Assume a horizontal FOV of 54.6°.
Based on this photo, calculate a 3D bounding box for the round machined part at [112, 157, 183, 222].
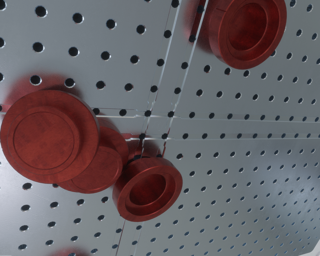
[{"bbox_3d":[-0.021,0.081,0.436,0.099,0.042,0.097,-16,127,-22],"label":"round machined part"}]

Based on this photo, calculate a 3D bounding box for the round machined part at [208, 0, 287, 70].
[{"bbox_3d":[0.101,-0.124,0.377,0.099,0.042,0.097,-14,124,-21],"label":"round machined part"}]

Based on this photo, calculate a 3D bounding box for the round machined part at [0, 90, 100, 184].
[{"bbox_3d":[-0.113,0.010,0.316,0.099,0.042,0.097,-1,96,-5],"label":"round machined part"}]

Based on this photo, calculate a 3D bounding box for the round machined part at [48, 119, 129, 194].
[{"bbox_3d":[-0.084,0.041,0.379,0.099,0.042,0.097,-14,124,-21],"label":"round machined part"}]
